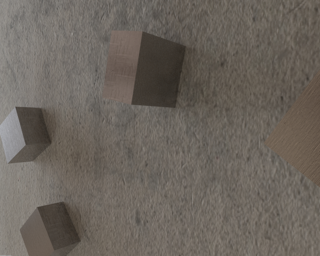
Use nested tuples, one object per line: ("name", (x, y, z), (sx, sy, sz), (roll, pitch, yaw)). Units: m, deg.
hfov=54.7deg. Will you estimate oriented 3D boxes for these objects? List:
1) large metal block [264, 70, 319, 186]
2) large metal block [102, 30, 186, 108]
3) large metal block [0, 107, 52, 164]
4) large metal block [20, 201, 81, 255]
("large metal block", (0.153, 0.006, 0.262), (0.080, 0.050, 0.080), (44, 116, 30))
("large metal block", (-0.018, -0.070, 0.382), (0.050, 0.081, 0.079), (16, 100, 38))
("large metal block", (-0.264, 0.014, 0.603), (0.080, 0.050, 0.080), (-36, 68, 34))
("large metal block", (-0.196, 0.190, 0.547), (0.080, 0.050, 0.080), (-48, 62, 29))
